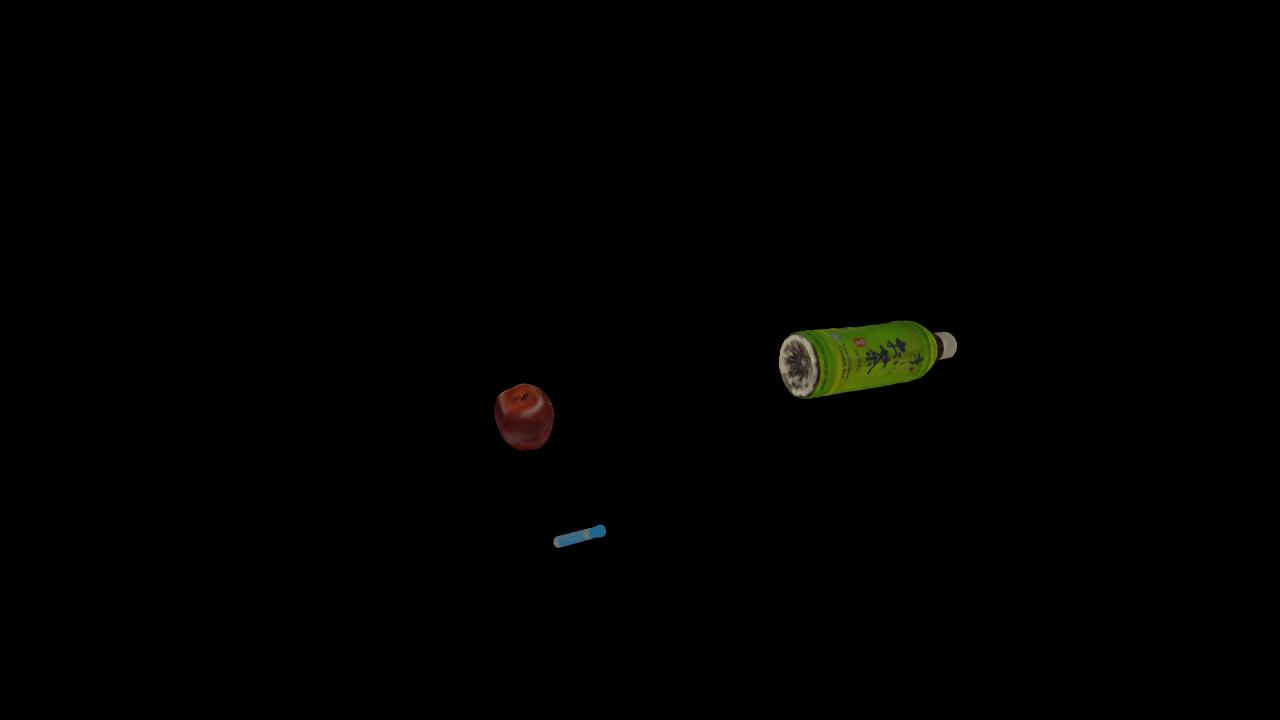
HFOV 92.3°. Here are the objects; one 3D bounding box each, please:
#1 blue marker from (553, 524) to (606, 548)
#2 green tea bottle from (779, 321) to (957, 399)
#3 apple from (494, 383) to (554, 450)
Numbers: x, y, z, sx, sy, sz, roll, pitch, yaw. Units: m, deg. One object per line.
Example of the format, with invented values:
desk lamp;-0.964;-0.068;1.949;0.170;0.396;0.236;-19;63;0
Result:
blue marker;-0.096;0.282;0.982;0.020;0.020;0.121;0;-21;-46
green tea bottle;0.253;-0.005;0.663;0.212;0.073;0.073;-7;3;-24
apple;-0.146;0.074;0.786;0.079;0.093;0.079;3;43;-2
